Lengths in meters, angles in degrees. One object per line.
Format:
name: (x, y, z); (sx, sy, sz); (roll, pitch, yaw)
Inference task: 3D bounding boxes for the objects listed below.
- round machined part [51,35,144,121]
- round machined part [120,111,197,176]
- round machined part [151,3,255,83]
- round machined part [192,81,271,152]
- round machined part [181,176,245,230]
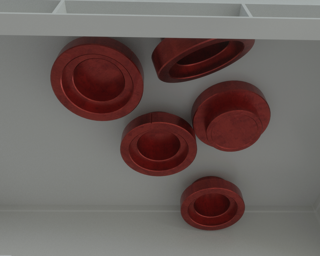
round machined part: (-0.067, -0.058, 0.347); (0.099, 0.042, 0.097); (-1, 130, 0)
round machined part: (-0.002, 0.017, 0.412); (0.099, 0.042, 0.097); (-1, 130, 0)
round machined part: (0.038, -0.084, 0.305); (0.099, 0.042, 0.098); (-18, 171, -3)
round machined part: (0.091, -0.008, 0.393); (0.099, 0.042, 0.097); (-1, 130, 0)
round machined part: (0.081, 0.115, 0.493); (0.099, 0.042, 0.097); (0, 125, 1)
